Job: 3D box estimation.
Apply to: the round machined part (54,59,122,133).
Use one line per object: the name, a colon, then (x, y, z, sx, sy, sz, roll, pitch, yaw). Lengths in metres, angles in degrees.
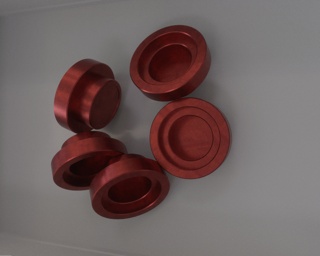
round machined part: (-0.086, -0.036, 0.402, 0.042, 0.098, 0.097, 23, 98, 19)

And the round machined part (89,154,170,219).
round machined part: (-0.040, 0.071, 0.395, 0.098, 0.098, 0.042, -40, 45, 16)

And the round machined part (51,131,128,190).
round machined part: (-0.092, 0.040, 0.409, 0.098, 0.098, 0.042, -33, 56, 17)

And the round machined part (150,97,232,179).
round machined part: (0.040, 0.012, 0.387, 0.098, 0.042, 0.097, 0, 90, 20)

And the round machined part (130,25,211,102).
round machined part: (0.016, -0.075, 0.383, 0.098, 0.042, 0.098, -11, 61, 20)
